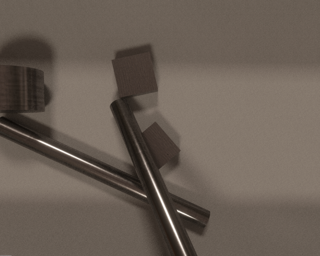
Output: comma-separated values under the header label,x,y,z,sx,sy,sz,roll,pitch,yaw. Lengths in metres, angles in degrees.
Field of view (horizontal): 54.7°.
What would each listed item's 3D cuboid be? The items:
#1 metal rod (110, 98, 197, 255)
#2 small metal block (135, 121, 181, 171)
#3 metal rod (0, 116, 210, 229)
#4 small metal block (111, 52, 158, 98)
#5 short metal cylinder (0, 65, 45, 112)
label,x,y,z,sx,sy,sz,roll,pitch,yaw
metal rod,0.004,0.089,0.342,0.025,0.025,0.299,-26,63,0
small metal block,-0.009,0.026,0.411,0.050,0.025,0.050,-41,91,0
metal rod,-0.076,0.059,0.410,0.301,0.025,0.025,25,90,-1
small metal block,-0.033,-0.069,0.411,0.050,0.025,0.050,-13,90,-1
short metal cylinder,-0.186,-0.045,0.381,0.081,0.080,0.050,-2,90,-1
